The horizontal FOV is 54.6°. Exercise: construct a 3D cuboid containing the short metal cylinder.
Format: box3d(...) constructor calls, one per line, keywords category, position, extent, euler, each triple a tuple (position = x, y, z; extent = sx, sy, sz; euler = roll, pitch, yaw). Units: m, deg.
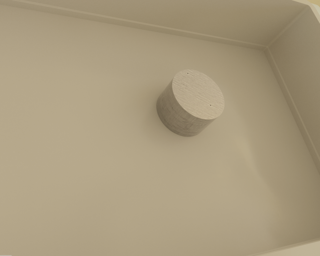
box3d(category="short metal cylinder", position=(0.042, -0.034, 0.432), extent=(0.081, 0.050, 0.080), euler=(13, 56, -21))
